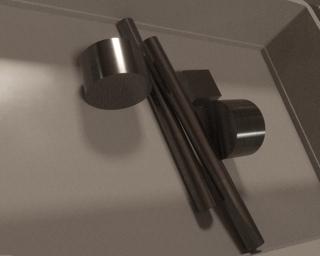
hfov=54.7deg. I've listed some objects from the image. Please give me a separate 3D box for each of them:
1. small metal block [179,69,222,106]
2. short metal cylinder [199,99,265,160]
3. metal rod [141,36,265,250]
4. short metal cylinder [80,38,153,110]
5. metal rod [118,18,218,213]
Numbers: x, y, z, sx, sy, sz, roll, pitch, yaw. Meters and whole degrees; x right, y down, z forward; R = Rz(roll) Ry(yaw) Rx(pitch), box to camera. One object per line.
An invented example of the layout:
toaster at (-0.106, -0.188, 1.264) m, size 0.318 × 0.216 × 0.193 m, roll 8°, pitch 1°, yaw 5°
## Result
small metal block at (0.059, -0.062, 0.477) m, size 0.050 × 0.025 × 0.050 m, roll -9°, pitch 66°, yaw -32°
short metal cylinder at (0.094, 0.001, 0.423) m, size 0.050 × 0.080 × 0.080 m, roll -5°, pitch 64°, yaw -31°
metal rod at (0.051, 0.013, 0.405) m, size 0.025 × 0.025 × 0.299 m, roll -20°, pitch 79°, yaw -36°
short metal cylinder at (-0.054, -0.064, 0.381) m, size 0.081 × 0.080 × 0.050 m, roll -1°, pitch 63°, yaw -29°
metal rod at (0.003, -0.031, 0.427) m, size 0.025 × 0.025 × 0.299 m, roll -10°, pitch 67°, yaw -33°
